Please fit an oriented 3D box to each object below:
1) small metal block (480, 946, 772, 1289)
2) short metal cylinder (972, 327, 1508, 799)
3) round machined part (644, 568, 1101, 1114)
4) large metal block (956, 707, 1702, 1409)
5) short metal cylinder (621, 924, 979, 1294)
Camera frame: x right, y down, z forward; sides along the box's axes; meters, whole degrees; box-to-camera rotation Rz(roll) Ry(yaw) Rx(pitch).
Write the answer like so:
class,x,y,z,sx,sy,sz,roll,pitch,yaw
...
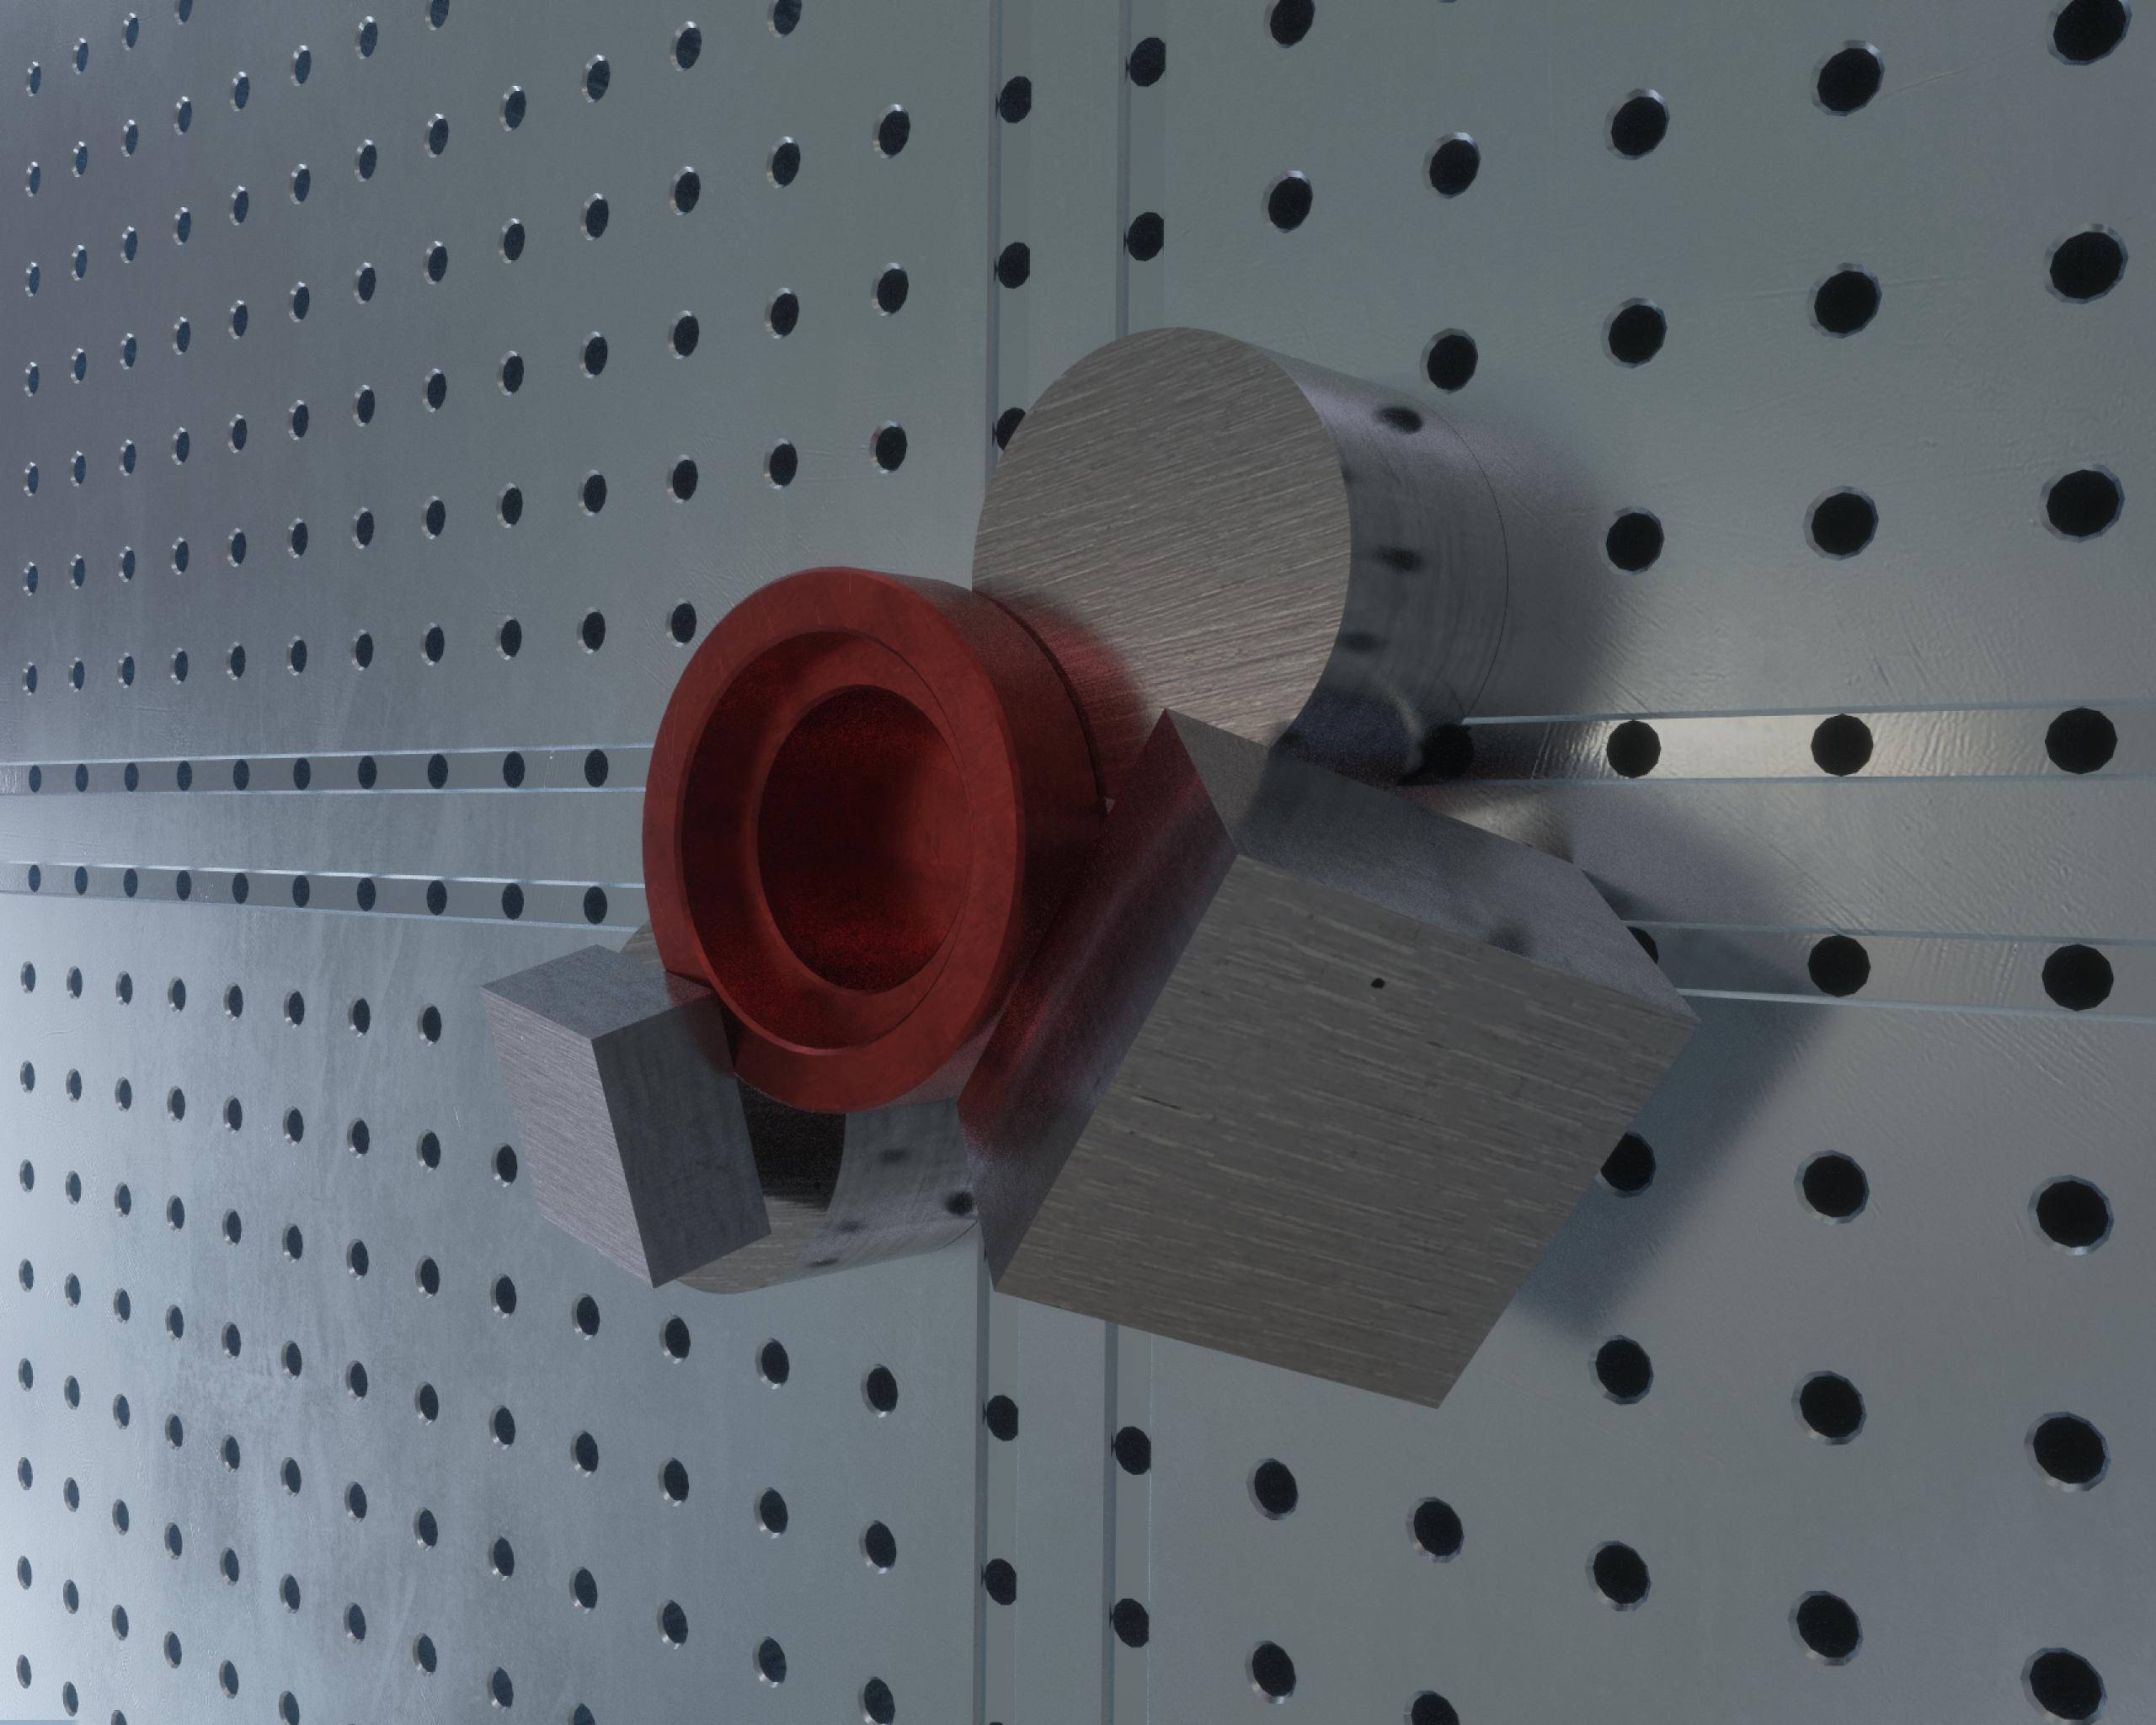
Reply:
class,x,y,z,sx,sy,sz,roll,pitch,yaw
small metal block,-0.087,0.047,0.400,0.050,0.025,0.050,13,118,51
short metal cylinder,0.028,-0.050,0.370,0.080,0.050,0.079,0,90,40
round machined part,-0.033,-0.004,0.387,0.098,0.042,0.097,0,90,40
large metal block,0.036,0.032,0.335,0.080,0.081,0.050,-62,21,21
short metal cylinder,-0.059,0.047,0.441,0.080,0.050,0.079,0,90,40
